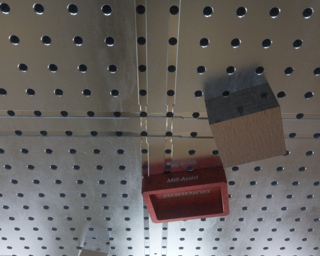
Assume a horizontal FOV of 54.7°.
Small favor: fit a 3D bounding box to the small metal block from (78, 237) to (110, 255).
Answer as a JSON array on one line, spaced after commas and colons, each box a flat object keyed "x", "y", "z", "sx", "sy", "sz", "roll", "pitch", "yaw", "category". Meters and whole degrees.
[{"x": -0.133, "y": 0.246, "z": 0.620, "sx": 0.050, "sy": 0.025, "sz": 0.050, "roll": 17, "pitch": 128, "yaw": -14, "category": "small metal block"}]

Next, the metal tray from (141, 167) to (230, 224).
[{"x": 0.043, "y": 0.111, "z": 0.503, "sx": 0.131, "sy": 0.030, "sz": 0.090, "roll": -9, "pitch": 130, "yaw": 7, "category": "metal tray"}]

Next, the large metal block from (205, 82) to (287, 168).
[{"x": 0.109, "y": -0.001, "z": 0.395, "sx": 0.080, "sy": 0.050, "sz": 0.080, "roll": -15, "pitch": 129, "yaw": 12, "category": "large metal block"}]
